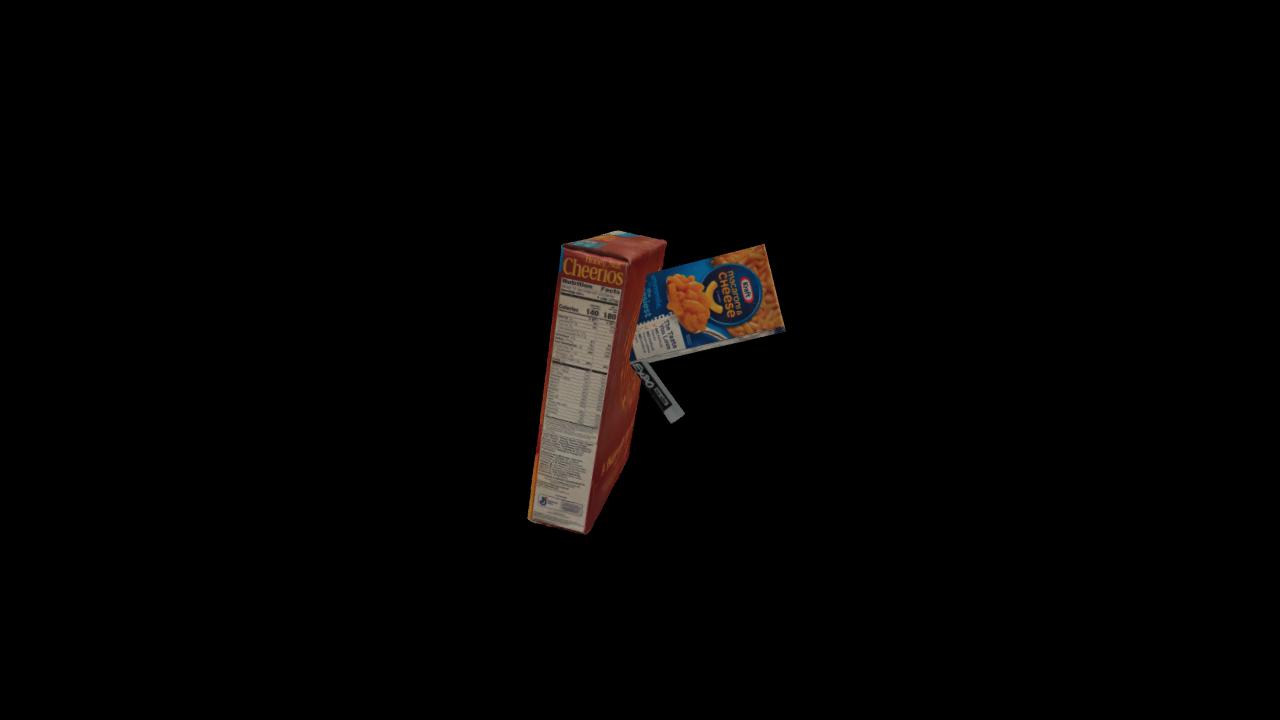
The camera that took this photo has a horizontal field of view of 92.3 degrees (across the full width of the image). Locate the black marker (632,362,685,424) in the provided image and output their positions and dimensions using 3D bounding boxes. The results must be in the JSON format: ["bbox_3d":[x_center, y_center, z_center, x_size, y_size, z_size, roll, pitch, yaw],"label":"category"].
[{"bbox_3d":[0.006,0.014,0.660,0.020,0.121,0.020,-34,-9,-6],"label":"black marker"}]

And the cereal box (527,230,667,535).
[{"bbox_3d":[-0.045,0.012,0.705,0.081,0.306,0.203,12,18,9],"label":"cereal box"}]

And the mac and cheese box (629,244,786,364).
[{"bbox_3d":[0.053,-0.054,0.655,0.184,0.093,0.041,-14,-12,11],"label":"mac and cheese box"}]
